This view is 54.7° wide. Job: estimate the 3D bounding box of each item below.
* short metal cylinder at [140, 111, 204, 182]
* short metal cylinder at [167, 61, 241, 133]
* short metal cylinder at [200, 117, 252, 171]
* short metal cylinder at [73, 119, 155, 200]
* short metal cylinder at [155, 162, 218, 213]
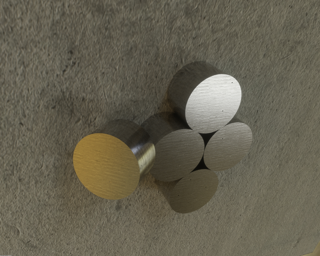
[{"bbox_3d":[0.011,0.024,0.413,0.081,0.050,0.079,-14,124,-21],"label":"short metal cylinder"},{"bbox_3d":[0.056,-0.040,0.398,0.081,0.050,0.079,-14,124,-21],"label":"short metal cylinder"},{"bbox_3d":[0.085,0.015,0.448,0.081,0.050,0.079,-14,124,-21],"label":"short metal cylinder"},{"bbox_3d":[-0.051,0.035,0.359,0.080,0.050,0.079,6,111,17],"label":"short metal cylinder"},{"bbox_3d":[0.039,0.080,0.463,0.081,0.050,0.079,-14,124,-21],"label":"short metal cylinder"}]
